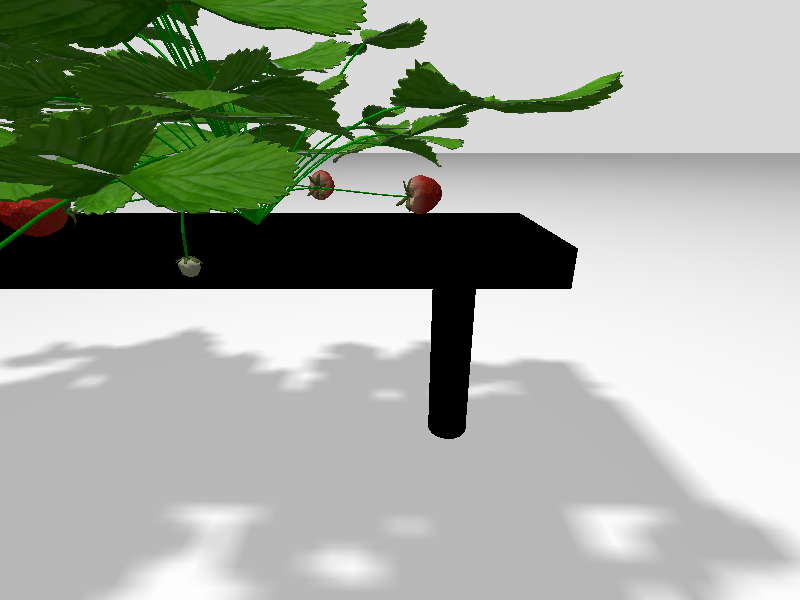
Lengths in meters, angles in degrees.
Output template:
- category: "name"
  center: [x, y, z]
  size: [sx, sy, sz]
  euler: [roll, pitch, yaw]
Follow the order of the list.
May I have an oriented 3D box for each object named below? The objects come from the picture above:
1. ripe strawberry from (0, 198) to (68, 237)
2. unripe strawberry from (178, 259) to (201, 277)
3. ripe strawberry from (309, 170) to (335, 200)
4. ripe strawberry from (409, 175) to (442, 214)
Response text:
- category: "ripe strawberry"
  center: [-0.275, -0.067, 0.300]
  size: [0.042, 0.036, 0.042]
  euler: [-7, 23, -16]
- category: "unripe strawberry"
  center: [-0.110, -0.017, 0.211]
  size: [0.011, 0.010, 0.010]
  euler: [-2, 22, -5]
- category: "ripe strawberry"
  center: [-0.094, -0.141, 0.490]
  size: [0.031, 0.035, 0.033]
  euler: [4, 22, 10]
- category: "ripe strawberry"
  center: [0.024, -0.104, 0.395]
  size: [0.036, 0.037, 0.033]
  euler: [-7, 23, -19]
